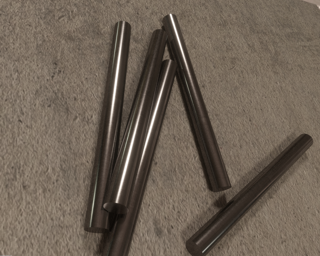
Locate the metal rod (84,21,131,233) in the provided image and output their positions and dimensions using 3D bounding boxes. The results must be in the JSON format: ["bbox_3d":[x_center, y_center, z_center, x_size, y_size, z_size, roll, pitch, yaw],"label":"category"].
[{"bbox_3d":[-0.059,-0.025,0.388,0.025,0.025,0.299,15,55,-20],"label":"metal rod"}]

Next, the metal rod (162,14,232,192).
[{"bbox_3d":[0.048,-0.053,0.463,0.025,0.025,0.299,1,61,-28],"label":"metal rod"}]

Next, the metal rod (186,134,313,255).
[{"bbox_3d":[0.143,0.078,0.435,0.302,0.025,0.025,-29,78,-38],"label":"metal rod"}]

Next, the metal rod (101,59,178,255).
[{"bbox_3d":[-0.017,0.022,0.382,0.025,0.025,0.300,25,53,-13],"label":"metal rod"}]

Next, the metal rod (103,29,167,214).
[{"bbox_3d":[-0.022,-0.034,0.399,0.025,0.025,0.300,23,48,-15],"label":"metal rod"}]
